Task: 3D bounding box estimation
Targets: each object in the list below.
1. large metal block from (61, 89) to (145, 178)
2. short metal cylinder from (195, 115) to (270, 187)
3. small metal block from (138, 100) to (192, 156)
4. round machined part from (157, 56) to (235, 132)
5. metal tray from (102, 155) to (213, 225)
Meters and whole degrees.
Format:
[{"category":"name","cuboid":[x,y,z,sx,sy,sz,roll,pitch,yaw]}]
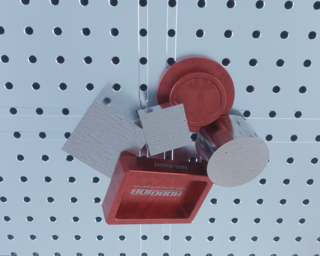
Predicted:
[{"category":"large metal block","cuboid":[-0.066,0.009,0.403,0.080,0.050,0.080,34,106,-12]},{"category":"short metal cylinder","cuboid":[0.092,0.030,0.400,0.081,0.050,0.079,-6,125,-9]},{"category":"small metal block","cuboid":[0.005,-0.001,0.364,0.050,0.025,0.050,-16,107,-6]},{"category":"round machined part","cuboid":[0.046,-0.040,0.390,0.099,0.042,0.097,0,110,0]},{"category":"metal tray","cuboid":[-0.001,0.086,0.412,0.131,0.030,0.089,8,119,-27]}]
